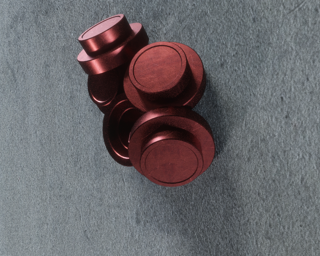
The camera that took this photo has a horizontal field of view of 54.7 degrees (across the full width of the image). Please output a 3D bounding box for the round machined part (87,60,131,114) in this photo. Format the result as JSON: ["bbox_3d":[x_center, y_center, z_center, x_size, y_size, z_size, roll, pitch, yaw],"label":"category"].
[{"bbox_3d":[-0.068,-0.065,0.451,0.098,0.042,0.097,0,90,39],"label":"round machined part"}]

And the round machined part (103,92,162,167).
[{"bbox_3d":[-0.029,0.001,0.417,0.098,0.042,0.097,0,90,39],"label":"round machined part"}]

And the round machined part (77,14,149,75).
[{"bbox_3d":[-0.068,-0.116,0.411,0.098,0.098,0.042,1,133,39],"label":"round machined part"}]

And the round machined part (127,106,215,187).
[{"bbox_3d":[0.013,0.027,0.347,0.097,0.098,0.042,-50,20,28],"label":"round machined part"}]

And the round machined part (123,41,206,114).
[{"bbox_3d":[0.002,-0.061,0.363,0.098,0.042,0.098,-6,66,14],"label":"round machined part"}]
